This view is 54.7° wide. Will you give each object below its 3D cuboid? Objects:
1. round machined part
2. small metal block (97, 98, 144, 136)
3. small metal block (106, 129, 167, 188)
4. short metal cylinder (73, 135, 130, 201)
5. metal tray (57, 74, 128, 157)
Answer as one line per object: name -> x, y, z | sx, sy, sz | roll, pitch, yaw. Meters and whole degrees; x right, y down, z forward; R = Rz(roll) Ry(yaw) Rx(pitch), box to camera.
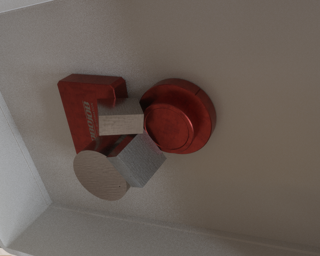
round machined part -> 0.016, -0.008, 0.381 | 0.098, 0.042, 0.097 | 13, 124, 20
small metal block -> -0.049, -0.015, 0.372 | 0.050, 0.050, 0.025 | -3, 118, -13
small metal block -> -0.027, 0.036, 0.376 | 0.025, 0.050, 0.050 | -12, 121, 53
short metal cylinder -> -0.068, 0.050, 0.417 | 0.080, 0.050, 0.079 | 13, 124, 20
metal tray -> -0.086, -0.009, 0.439 | 0.090, 0.030, 0.129 | 7, 122, 24
